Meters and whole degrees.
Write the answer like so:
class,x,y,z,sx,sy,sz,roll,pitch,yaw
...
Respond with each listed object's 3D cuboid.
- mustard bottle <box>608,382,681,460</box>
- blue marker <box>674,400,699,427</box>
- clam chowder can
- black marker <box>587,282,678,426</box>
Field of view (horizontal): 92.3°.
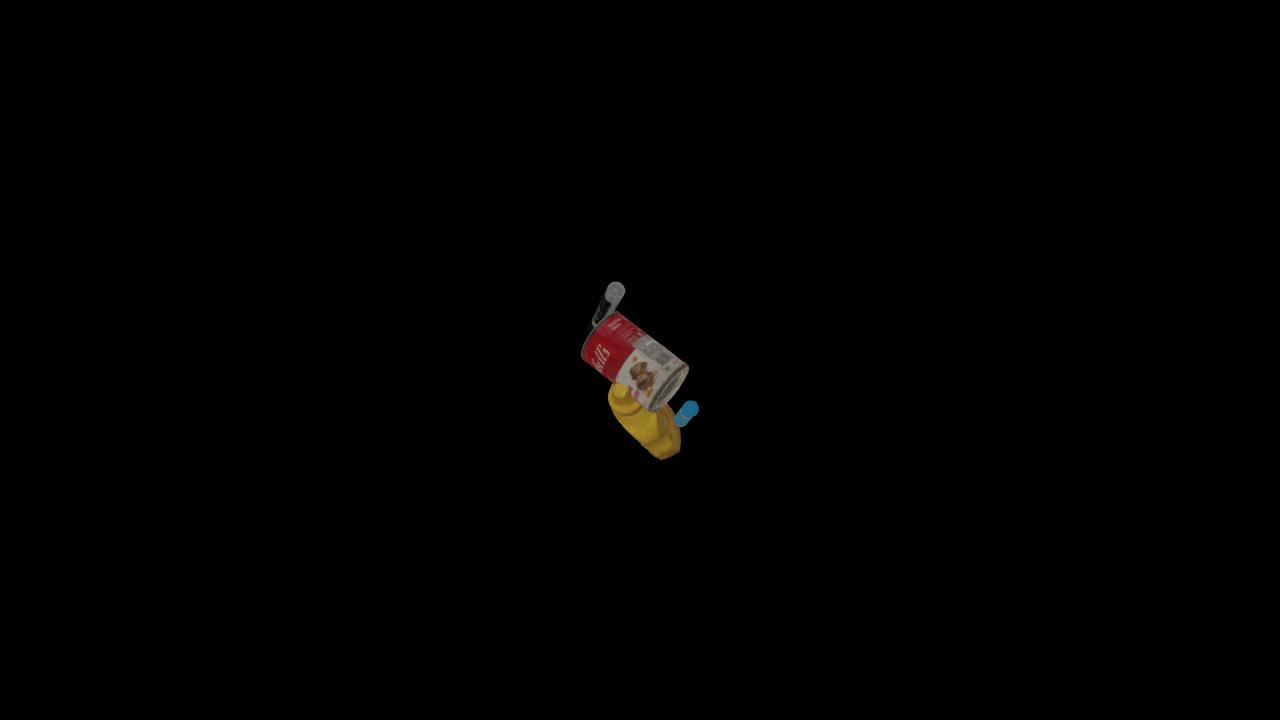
class,x,y,z,sx,sy,sz,roll,pitch,yaw
mustard bottle,0.002,0.060,0.733,0.054,0.092,0.184,-20,-23,8
blue marker,0.055,0.066,0.741,0.020,0.020,0.121,0,-12,-2
clam chowder can,-0.005,0.003,0.675,0.102,0.068,0.068,37,11,15
black marker,-0.039,-0.052,0.676,0.020,0.020,0.121,0,-18,-16
